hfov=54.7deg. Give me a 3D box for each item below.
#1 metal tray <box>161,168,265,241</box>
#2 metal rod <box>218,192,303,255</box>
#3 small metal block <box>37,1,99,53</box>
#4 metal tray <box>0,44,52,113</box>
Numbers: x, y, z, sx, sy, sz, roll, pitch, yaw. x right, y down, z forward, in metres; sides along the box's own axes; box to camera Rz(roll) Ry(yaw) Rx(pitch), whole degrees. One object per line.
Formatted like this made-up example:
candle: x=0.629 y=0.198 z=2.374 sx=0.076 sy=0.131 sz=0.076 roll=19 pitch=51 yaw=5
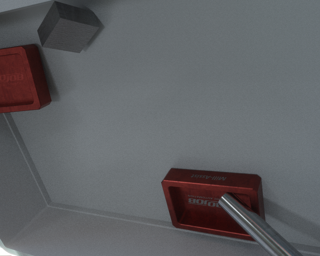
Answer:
metal tray: x=0.074 y=0.105 z=0.430 sx=0.130 sy=0.030 sz=0.089 roll=0 pitch=119 yaw=27
metal rod: x=0.176 y=0.174 z=0.316 sx=0.300 sy=0.025 sz=0.025 roll=42 pitch=135 yaw=34
small metal block: x=-0.110 y=-0.119 z=0.372 sx=0.050 sy=0.050 sz=0.025 roll=-37 pitch=67 yaw=38
metal tray: x=-0.235 y=-0.069 z=0.454 sx=0.131 sy=0.030 sz=0.089 roll=-4 pitch=109 yaw=13
